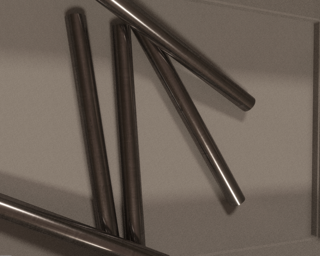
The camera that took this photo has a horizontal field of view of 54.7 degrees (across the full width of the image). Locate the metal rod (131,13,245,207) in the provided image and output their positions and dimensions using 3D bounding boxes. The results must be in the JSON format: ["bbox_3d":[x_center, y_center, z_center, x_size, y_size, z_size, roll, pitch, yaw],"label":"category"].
[{"bbox_3d":[0.040,-0.020,0.426,0.025,0.025,0.299,-33,101,-17],"label":"metal rod"}]

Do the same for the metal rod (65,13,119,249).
[{"bbox_3d":[-0.081,0.014,0.381,0.025,0.025,0.298,-9,93,-20],"label":"metal rod"}]

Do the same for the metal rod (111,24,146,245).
[{"bbox_3d":[-0.040,0.021,0.396,0.025,0.025,0.298,-4,92,-20],"label":"metal rod"}]

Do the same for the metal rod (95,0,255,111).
[{"bbox_3d":[0.017,-0.104,0.393,0.301,0.025,0.025,31,80,-27],"label":"metal rod"}]

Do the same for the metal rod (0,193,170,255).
[{"bbox_3d":[-0.127,0.106,0.346,0.302,0.025,0.025,25,82,-12],"label":"metal rod"}]
